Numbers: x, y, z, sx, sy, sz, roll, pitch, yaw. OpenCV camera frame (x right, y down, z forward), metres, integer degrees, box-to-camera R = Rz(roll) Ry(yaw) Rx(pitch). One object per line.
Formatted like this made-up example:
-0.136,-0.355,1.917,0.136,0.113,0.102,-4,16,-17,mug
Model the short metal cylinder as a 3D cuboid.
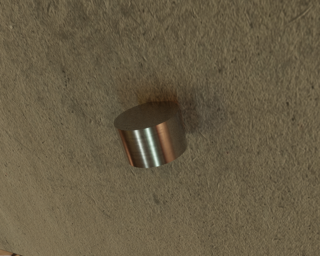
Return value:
-0.011,0.006,0.381,0.080,0.080,0.050,-1,118,28,short metal cylinder
